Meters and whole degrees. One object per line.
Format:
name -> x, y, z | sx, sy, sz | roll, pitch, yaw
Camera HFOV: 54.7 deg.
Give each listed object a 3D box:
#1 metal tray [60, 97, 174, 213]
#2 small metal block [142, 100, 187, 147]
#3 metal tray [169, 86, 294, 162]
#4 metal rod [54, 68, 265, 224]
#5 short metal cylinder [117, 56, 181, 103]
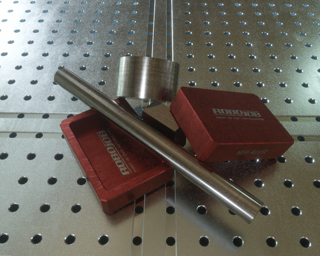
metal tray -> -0.054, 0.026, 0.377 | 0.091, 0.030, 0.130 | -25, 55, -20
small metal block -> 0.006, 0.000, 0.385 | 0.050, 0.050, 0.025 | 33, 58, 25
metal tray -> 0.087, -0.005, 0.371 | 0.131, 0.030, 0.090 | 1, 45, -32
metal rod -> -0.020, 0.006, 0.359 | 0.300, 0.025, 0.025 | 34, 58, 25
short metal cylinder -> -0.015, -0.062, 0.411 | 0.080, 0.080, 0.050 | 6, 92, 5
